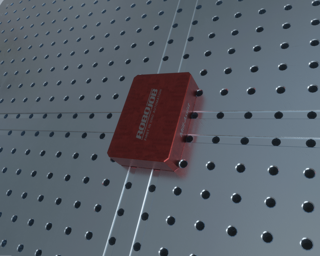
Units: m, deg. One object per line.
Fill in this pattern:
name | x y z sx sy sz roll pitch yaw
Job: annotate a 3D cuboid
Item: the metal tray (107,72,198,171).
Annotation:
metal tray | -0.008 -0.012 0.414 0.090 0.030 0.130 2 63 29
